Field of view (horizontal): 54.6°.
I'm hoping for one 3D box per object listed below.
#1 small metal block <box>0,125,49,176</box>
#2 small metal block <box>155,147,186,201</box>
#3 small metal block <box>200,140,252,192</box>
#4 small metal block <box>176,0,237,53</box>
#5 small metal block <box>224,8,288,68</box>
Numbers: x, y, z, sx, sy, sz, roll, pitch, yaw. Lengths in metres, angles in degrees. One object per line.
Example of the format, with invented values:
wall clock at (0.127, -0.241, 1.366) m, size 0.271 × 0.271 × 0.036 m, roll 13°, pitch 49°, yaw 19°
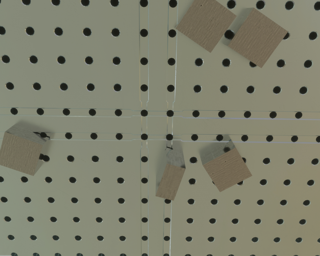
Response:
small metal block at (-0.187, 0.031, 0.423) m, size 0.050 × 0.025 × 0.050 m, roll 21°, pitch 109°, yaw -8°
small metal block at (0.013, 0.062, 0.423) m, size 0.025 × 0.050 × 0.050 m, roll 16°, pitch 109°, yaw -6°
small metal block at (0.092, 0.054, 0.434) m, size 0.050 × 0.025 × 0.050 m, roll -30°, pitch 108°, yaw 10°
small metal block at (0.053, -0.126, 0.367) m, size 0.050 × 0.025 × 0.050 m, roll 32°, pitch 107°, yaw -11°
small metal block at (0.114, -0.109, 0.374) m, size 0.050 × 0.025 × 0.050 m, roll 30°, pitch 107°, yaw -11°
